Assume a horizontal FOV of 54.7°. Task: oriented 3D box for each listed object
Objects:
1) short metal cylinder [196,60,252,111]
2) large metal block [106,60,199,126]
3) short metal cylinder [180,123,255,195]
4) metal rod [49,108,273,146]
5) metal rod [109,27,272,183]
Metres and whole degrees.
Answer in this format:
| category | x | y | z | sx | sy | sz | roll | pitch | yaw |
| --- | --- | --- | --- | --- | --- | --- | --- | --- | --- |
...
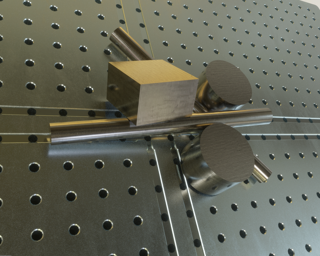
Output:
| category | x | y | z | sx | sy | sz | roll | pitch | yaw |
| --- | --- | --- | --- | --- | --- | --- | --- | --- | --- |
| short metal cylinder | 0.091 | -0.056 | 0.471 | 0.081 | 0.050 | 0.080 | 14 | 56 | -21 |
| large metal block | -0.012 | -0.048 | 0.387 | 0.081 | 0.050 | 0.080 | -11 | 33 | -32 |
| short metal cylinder | 0.074 | 0.041 | 0.402 | 0.081 | 0.050 | 0.080 | 14 | 56 | -21 |
| metal rod | 0.019 | -0.005 | 0.396 | 0.303 | 0.025 | 0.025 | -5 | 64 | -24 |
| metal rod | 0.043 | -0.034 | 0.448 | 0.300 | 0.025 | 0.025 | 44 | 51 | 2 |
